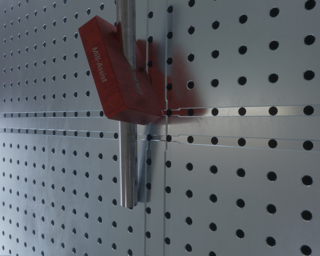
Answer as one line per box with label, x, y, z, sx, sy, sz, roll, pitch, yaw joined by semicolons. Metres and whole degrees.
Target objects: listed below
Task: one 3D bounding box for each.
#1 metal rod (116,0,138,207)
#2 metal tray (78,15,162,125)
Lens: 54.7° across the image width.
metal rod;-0.044;-0.038;0.421;0.025;0.025;0.298;8;103;39
metal tray;-0.050;-0.071;0.405;0.030;0.090;0.130;-27;73;24
